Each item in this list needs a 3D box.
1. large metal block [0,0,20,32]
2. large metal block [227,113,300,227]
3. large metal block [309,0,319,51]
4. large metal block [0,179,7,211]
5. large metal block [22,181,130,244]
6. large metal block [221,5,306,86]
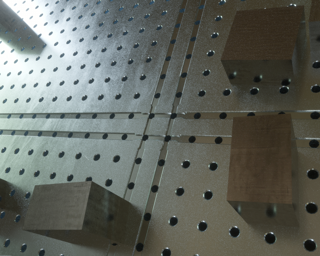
[{"bbox_3d":[-0.416,-0.285,0.769,0.080,0.080,0.050,9,66,32],"label":"large metal block"},{"bbox_3d":[0.101,0.042,0.294,0.050,0.080,0.080,-3,60,27],"label":"large metal block"},{"bbox_3d":[0.223,-0.139,0.360,0.080,0.050,0.080,5,64,30],"label":"large metal block"},{"bbox_3d":[-0.296,0.104,0.467,0.080,0.080,0.050,-26,53,12],"label":"large metal block"},{"bbox_3d":[-0.093,0.101,0.361,0.080,0.080,0.050,-8,58,24],"label":"large metal block"},{"bbox_3d":[0.131,-0.101,0.386,0.080,0.050,0.080,7,65,31],"label":"large metal block"}]
